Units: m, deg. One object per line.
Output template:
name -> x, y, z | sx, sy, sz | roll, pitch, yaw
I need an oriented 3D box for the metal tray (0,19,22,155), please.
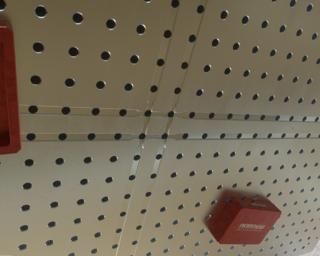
metal tray -> -0.182, -0.033, 0.287 | 0.091, 0.030, 0.129 | -5, 121, -26

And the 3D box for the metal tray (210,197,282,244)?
metal tray -> 0.173, 0.188, 0.617 | 0.131, 0.030, 0.090 | 16, 110, -35
